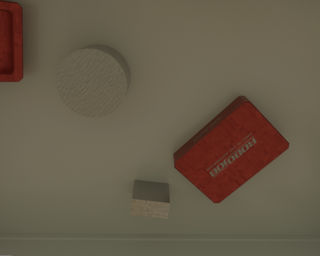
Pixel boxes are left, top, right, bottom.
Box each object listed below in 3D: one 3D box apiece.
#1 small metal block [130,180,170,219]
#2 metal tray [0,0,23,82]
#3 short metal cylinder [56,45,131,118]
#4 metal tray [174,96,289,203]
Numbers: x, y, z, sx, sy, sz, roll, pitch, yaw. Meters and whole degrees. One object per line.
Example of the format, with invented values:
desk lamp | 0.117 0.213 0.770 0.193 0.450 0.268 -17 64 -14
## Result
small metal block | -0.014 0.099 0.434 0.050 0.050 0.025 7 110 -3
metal tray | -0.221 -0.097 0.333 0.131 0.030 0.089 -6 115 -35
short metal cylinder | -0.078 -0.058 0.375 0.081 0.050 0.079 0 110 -1
metal tray | 0.094 0.032 0.422 0.130 0.030 0.090 -43 105 14
